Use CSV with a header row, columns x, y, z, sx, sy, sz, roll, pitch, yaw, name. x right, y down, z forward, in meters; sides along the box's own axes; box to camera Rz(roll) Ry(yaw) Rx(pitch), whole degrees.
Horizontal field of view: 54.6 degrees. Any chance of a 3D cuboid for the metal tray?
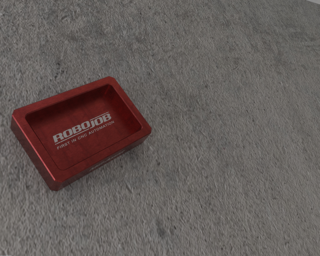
x,y,z,sx,sy,sz,roll,pitch,yaw,name
-0.085,0.000,0.354,0.131,0.030,0.090,-29,78,-37,metal tray
